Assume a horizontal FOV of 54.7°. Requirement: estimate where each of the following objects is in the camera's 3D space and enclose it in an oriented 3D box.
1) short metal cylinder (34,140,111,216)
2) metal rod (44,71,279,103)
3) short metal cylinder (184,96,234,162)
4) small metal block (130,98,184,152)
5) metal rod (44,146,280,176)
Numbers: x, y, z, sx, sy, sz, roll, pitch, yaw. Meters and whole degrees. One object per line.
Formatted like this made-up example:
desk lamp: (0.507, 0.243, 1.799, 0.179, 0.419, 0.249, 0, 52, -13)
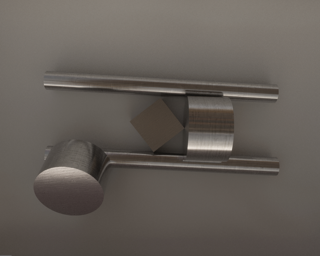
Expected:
short metal cylinder: (-0.105, 0.061, 0.379, 0.081, 0.050, 0.079, 1, 124, 1)
metal rod: (0.002, -0.054, 0.409, 0.302, 0.025, 0.025, 3, 90, -1)
short metal cylinder: (0.057, 0.001, 0.383, 0.050, 0.080, 0.079, 2, 90, 0)
small metal block: (-0.004, -0.004, 0.410, 0.050, 0.025, 0.050, -38, 91, 0)
metal rod: (0.003, 0.043, 0.409, 0.302, 0.025, 0.025, 3, 90, -1)
